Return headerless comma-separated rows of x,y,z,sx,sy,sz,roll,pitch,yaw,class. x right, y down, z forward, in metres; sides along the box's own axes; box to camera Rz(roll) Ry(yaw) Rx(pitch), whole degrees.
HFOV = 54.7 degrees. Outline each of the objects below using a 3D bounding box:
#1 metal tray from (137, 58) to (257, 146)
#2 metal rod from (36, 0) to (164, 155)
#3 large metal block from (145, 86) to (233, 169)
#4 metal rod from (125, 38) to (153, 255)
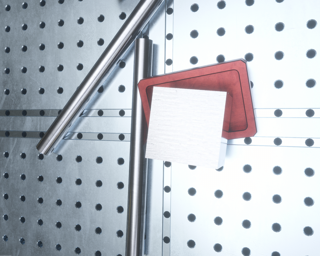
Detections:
0.046,-0.028,0.380,0.130,0.030,0.089,-8,103,19,metal tray
-0.085,-0.080,0.441,0.025,0.025,0.299,42,103,14,metal rod
0.034,-0.001,0.353,0.080,0.050,0.079,7,91,19,large metal block
-0.028,0.031,0.421,0.025,0.025,0.298,3,91,19,metal rod
